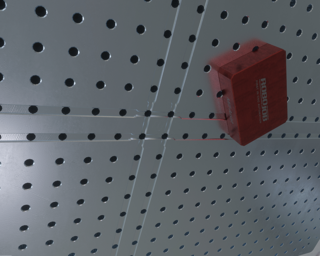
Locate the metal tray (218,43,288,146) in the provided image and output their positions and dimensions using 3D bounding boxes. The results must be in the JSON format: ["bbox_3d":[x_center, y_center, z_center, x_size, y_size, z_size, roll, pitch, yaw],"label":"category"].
[{"bbox_3d":[0.141,-0.045,0.456,0.090,0.030,0.130,-28,128,-11],"label":"metal tray"}]
